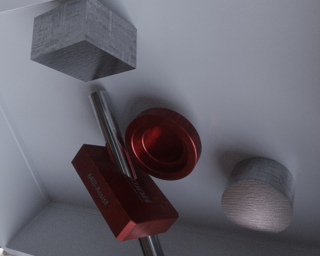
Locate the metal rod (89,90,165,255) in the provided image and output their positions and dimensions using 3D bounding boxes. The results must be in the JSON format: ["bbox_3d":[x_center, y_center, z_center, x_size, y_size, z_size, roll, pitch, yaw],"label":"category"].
[{"bbox_3d":[-0.034,0.092,0.403,0.025,0.025,0.299,-27,79,37],"label":"metal rod"}]

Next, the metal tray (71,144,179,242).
[{"bbox_3d":[-0.045,0.077,0.397,0.030,0.091,0.130,-54,55,18],"label":"metal tray"}]

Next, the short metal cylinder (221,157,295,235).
[{"bbox_3d":[0.121,0.082,0.379,0.080,0.050,0.079,13,124,20],"label":"short metal cylinder"}]

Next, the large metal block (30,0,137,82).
[{"bbox_3d":[-0.083,-0.095,0.348,0.080,0.080,0.050,-8,75,31],"label":"large metal block"}]

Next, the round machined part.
[{"bbox_3d":[0.007,0.017,0.403,0.098,0.042,0.097,13,124,20],"label":"round machined part"}]
